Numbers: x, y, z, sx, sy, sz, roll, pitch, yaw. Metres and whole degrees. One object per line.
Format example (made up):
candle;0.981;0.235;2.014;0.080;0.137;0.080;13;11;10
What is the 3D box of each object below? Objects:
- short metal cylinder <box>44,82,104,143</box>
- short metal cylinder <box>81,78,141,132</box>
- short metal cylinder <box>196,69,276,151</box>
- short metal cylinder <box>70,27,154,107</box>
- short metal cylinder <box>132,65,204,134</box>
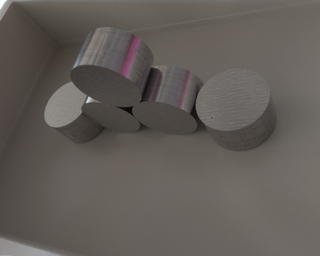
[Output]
short metal cylinder;-0.125;-0.024;0.468;0.080;0.050;0.080;-13;56;21
short metal cylinder;-0.059;-0.035;0.420;0.080;0.080;0.050;2;63;29
short metal cylinder;0.087;-0.021;0.354;0.080;0.050;0.080;-13;56;21
short metal cylinder;-0.052;-0.066;0.348;0.080;0.080;0.050;2;63;29
short metal cylinder;0.012;-0.032;0.382;0.080;0.080;0.050;2;63;29
